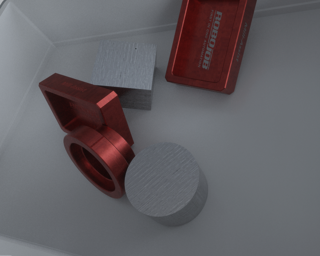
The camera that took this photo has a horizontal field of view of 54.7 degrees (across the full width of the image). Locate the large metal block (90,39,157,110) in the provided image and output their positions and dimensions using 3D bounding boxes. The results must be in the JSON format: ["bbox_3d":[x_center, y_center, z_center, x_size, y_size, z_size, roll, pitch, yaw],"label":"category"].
[{"bbox_3d":[-0.048,-0.075,0.440,0.081,0.050,0.080,5,61,1],"label":"large metal block"}]

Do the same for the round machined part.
[{"bbox_3d":[-0.067,0.035,0.376,0.098,0.097,0.042,22,51,35],"label":"round machined part"}]

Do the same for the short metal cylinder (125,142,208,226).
[{"bbox_3d":[0.008,0.062,0.340,0.080,0.050,0.080,-8,60,15],"label":"short metal cylinder"}]

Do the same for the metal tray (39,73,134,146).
[{"bbox_3d":[-0.101,-0.019,0.424,0.130,0.090,0.030,20,50,35],"label":"metal tray"}]

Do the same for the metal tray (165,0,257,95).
[{"bbox_3d":[0.064,-0.116,0.403,0.090,0.030,0.129,16,96,33],"label":"metal tray"}]
